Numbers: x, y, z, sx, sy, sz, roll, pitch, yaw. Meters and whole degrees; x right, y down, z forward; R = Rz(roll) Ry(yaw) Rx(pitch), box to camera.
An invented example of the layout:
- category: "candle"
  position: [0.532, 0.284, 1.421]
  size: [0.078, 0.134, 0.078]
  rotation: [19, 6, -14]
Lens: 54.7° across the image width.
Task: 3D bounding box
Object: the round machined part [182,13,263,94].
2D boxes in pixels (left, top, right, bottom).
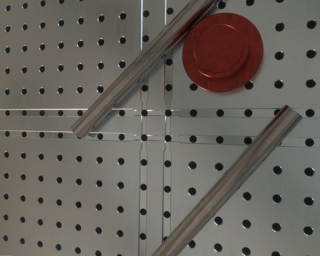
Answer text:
- category: "round machined part"
  position: [0.074, -0.092, 0.377]
  size: [0.098, 0.042, 0.097]
  rotation: [0, 90, 19]

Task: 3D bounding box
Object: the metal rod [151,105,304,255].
- category: "metal rod"
  position: [0.064, 0.095, 0.389]
  size: [0.025, 0.025, 0.299]
  rotation: [42, 103, 15]

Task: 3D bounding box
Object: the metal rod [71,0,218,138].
- category: "metal rod"
  position: [-0.015, -0.094, 0.416]
  size: [0.299, 0.025, 0.025]
  rotation: [-44, 77, 14]
